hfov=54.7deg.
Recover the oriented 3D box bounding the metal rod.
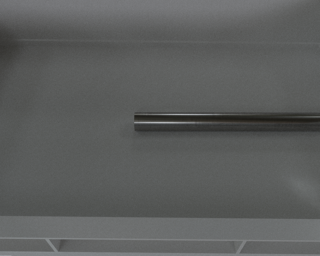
[{"bbox_3d":[0.118,-0.008,0.413,0.302,0.025,0.025,0,50,-1],"label":"metal rod"}]
